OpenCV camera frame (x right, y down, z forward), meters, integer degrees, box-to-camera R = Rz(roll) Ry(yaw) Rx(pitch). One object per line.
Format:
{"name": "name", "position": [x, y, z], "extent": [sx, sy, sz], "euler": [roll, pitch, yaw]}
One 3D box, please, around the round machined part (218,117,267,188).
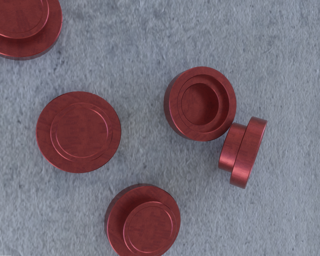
{"name": "round machined part", "position": [0.111, 0.030, 0.423], "extent": [0.042, 0.098, 0.098], "euler": [18, 82, 19]}

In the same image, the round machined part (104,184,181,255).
{"name": "round machined part", "position": [-0.018, 0.123, 0.394], "extent": [0.099, 0.042, 0.097], "euler": [0, 90, -21]}

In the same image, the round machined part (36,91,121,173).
{"name": "round machined part", "position": [-0.094, 0.005, 0.366], "extent": [0.099, 0.042, 0.097], "euler": [0, 90, -21]}

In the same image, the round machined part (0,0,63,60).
{"name": "round machined part", "position": [-0.159, -0.127, 0.341], "extent": [0.099, 0.042, 0.097], "euler": [0, 90, -21]}

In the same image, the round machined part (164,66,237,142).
{"name": "round machined part", "position": [0.050, -0.031, 0.420], "extent": [0.099, 0.042, 0.097], "euler": [0, 90, -21]}
